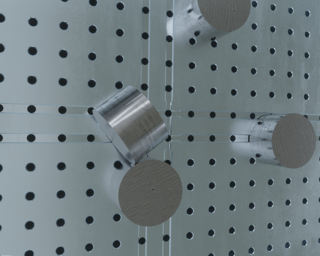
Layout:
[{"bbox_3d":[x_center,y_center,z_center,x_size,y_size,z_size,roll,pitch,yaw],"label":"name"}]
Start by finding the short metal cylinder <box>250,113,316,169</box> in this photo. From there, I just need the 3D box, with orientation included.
[{"bbox_3d":[0.184,0.018,0.467,0.081,0.050,0.079,0,90,-20],"label":"short metal cylinder"}]

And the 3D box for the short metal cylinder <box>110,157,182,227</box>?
[{"bbox_3d":[-0.019,0.077,0.393,0.081,0.050,0.079,0,90,-20],"label":"short metal cylinder"}]

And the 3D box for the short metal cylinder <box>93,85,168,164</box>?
[{"bbox_3d":[-0.036,-0.004,0.370,0.050,0.080,0.080,-38,103,-16],"label":"short metal cylinder"}]

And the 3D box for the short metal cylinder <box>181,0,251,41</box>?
[{"bbox_3d":[0.076,-0.166,0.427,0.081,0.050,0.079,0,90,-20],"label":"short metal cylinder"}]
